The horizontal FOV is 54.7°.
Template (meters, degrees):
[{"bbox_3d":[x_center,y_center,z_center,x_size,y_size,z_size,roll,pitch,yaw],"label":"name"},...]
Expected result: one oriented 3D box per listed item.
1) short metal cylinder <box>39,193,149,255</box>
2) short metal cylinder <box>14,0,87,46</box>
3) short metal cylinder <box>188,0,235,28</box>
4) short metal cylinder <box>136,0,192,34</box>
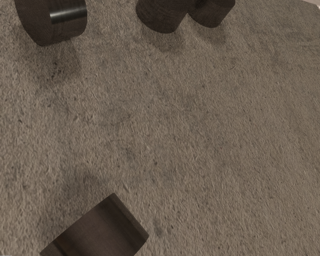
[{"bbox_3d":[-0.057,0.103,0.276,0.050,0.080,0.081,50,51,6],"label":"short metal cylinder"},{"bbox_3d":[-0.137,-0.149,0.387,0.050,0.080,0.080,-33,80,-38],"label":"short metal cylinder"},{"bbox_3d":[0.094,-0.238,0.586,0.081,0.050,0.080,14,56,-21],"label":"short metal cylinder"},{"bbox_3d":[0.006,-0.206,0.519,0.081,0.050,0.080,14,56,-21],"label":"short metal cylinder"}]
